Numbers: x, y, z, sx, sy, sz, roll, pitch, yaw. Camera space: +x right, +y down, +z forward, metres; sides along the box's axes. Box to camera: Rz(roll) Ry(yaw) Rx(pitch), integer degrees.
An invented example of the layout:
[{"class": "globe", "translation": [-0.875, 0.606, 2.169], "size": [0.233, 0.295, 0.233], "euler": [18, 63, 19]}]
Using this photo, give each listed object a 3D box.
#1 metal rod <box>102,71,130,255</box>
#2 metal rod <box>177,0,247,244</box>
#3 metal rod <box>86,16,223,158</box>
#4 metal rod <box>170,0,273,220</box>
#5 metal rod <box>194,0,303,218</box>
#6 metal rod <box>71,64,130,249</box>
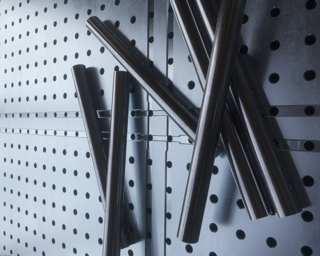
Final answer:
[{"class": "metal rod", "translation": [-0.063, 0.067, 0.443], "size": [0.025, 0.025, 0.299], "euler": [-2, 83, 40]}, {"class": "metal rod", "translation": [0.056, -0.021, 0.329], "size": [0.025, 0.025, 0.298], "euler": [16, 101, 39]}, {"class": "metal rod", "translation": [-0.021, -0.070, 0.427], "size": [0.300, 0.025, 0.025], "euler": [49, 119, 29]}, {"class": "metal rod", "translation": [0.062, -0.046, 0.359], "size": [0.025, 0.025, 0.299], "euler": [-28, 72, 36]}, {"class": "metal rod", "translation": [0.084, -0.054, 0.340], "size": [0.025, 0.025, 0.299], "euler": [-28, 73, 37]}, {"class": "metal rod", "translation": [-0.097, 0.038, 0.491], "size": [0.025, 0.025, 0.299], "euler": [-27, 73, 37]}]
